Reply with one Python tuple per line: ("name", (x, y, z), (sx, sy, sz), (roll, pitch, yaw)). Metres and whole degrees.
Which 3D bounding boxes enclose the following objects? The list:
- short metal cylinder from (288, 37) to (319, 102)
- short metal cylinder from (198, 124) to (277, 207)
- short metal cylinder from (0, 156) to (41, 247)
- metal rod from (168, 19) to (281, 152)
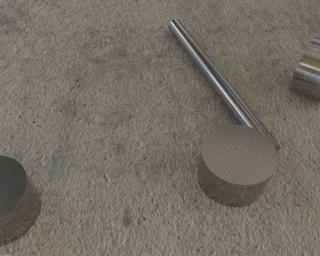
("short metal cylinder", (0.225, -0.082, 0.438), (0.050, 0.080, 0.080), (28, 55, 21))
("short metal cylinder", (0.085, 0.042, 0.352), (0.081, 0.050, 0.080), (0, 50, 0))
("short metal cylinder", (-0.172, 0.076, 0.322), (0.081, 0.050, 0.080), (0, 50, 0))
("metal rod", (0.082, -0.078, 0.468), (0.025, 0.025, 0.300), (-17, 52, -14))
